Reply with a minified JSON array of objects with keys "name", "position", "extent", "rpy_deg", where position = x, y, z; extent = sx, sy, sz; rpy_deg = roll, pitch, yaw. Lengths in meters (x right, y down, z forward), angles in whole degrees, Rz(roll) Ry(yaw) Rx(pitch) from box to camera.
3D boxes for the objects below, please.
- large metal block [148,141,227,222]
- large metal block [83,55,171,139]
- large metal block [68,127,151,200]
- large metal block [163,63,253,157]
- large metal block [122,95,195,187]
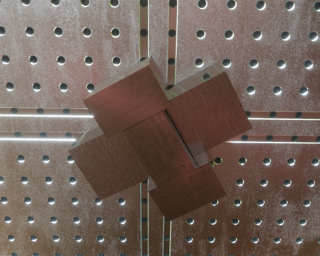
[{"name":"large metal block","position":[0.033,0.065,0.408],"extent":[0.080,0.080,0.050],"rpy_deg":[-27,108,9]},{"name":"large metal block","position":[-0.035,-0.040,0.368],"extent":[0.080,0.080,0.050],"rpy_deg":[-27,108,9]},{"name":"large metal block","position":[-0.060,0.037,0.414],"extent":[0.080,0.050,0.080],"rpy_deg":[-25,108,9]},{"name":"large metal block","position":[0.057,-0.023,0.391],"extent":[0.080,0.050,0.080],"rpy_deg":[-27,110,9]},{"name":"large metal block","position":[0.000,0.012,0.388],"extent":[0.050,0.080,0.080],"rpy_deg":[-27,108,10]}]
